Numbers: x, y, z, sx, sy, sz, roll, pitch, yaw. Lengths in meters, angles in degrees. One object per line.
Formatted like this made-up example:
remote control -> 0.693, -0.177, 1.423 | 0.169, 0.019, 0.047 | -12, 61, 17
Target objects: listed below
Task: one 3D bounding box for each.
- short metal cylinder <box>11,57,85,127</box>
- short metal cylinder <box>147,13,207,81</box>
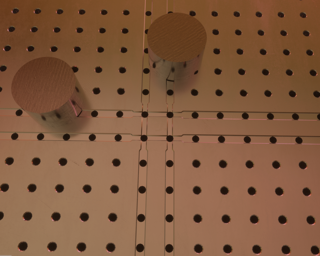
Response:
short metal cylinder -> -0.147, -0.047, 0.415 | 0.081, 0.050, 0.080 | 0, 70, 0
short metal cylinder -> 0.023, -0.115, 0.440 | 0.081, 0.050, 0.080 | 0, 70, 0
